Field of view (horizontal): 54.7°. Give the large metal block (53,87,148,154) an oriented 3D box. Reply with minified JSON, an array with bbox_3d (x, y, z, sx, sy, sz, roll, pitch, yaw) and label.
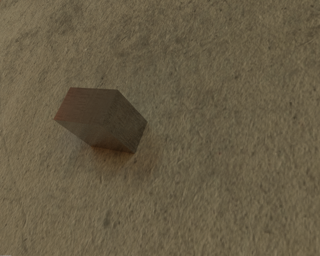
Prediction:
[{"bbox_3d":[-0.076,-0.010,0.413,0.080,0.080,0.050,7,65,31],"label":"large metal block"}]
